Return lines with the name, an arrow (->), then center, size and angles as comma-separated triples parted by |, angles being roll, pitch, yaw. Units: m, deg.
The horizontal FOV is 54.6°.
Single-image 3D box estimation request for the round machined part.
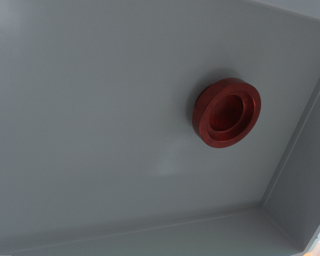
round machined part -> 0.087, -0.024, 0.429 | 0.099, 0.042, 0.097 | -14, 124, -21
